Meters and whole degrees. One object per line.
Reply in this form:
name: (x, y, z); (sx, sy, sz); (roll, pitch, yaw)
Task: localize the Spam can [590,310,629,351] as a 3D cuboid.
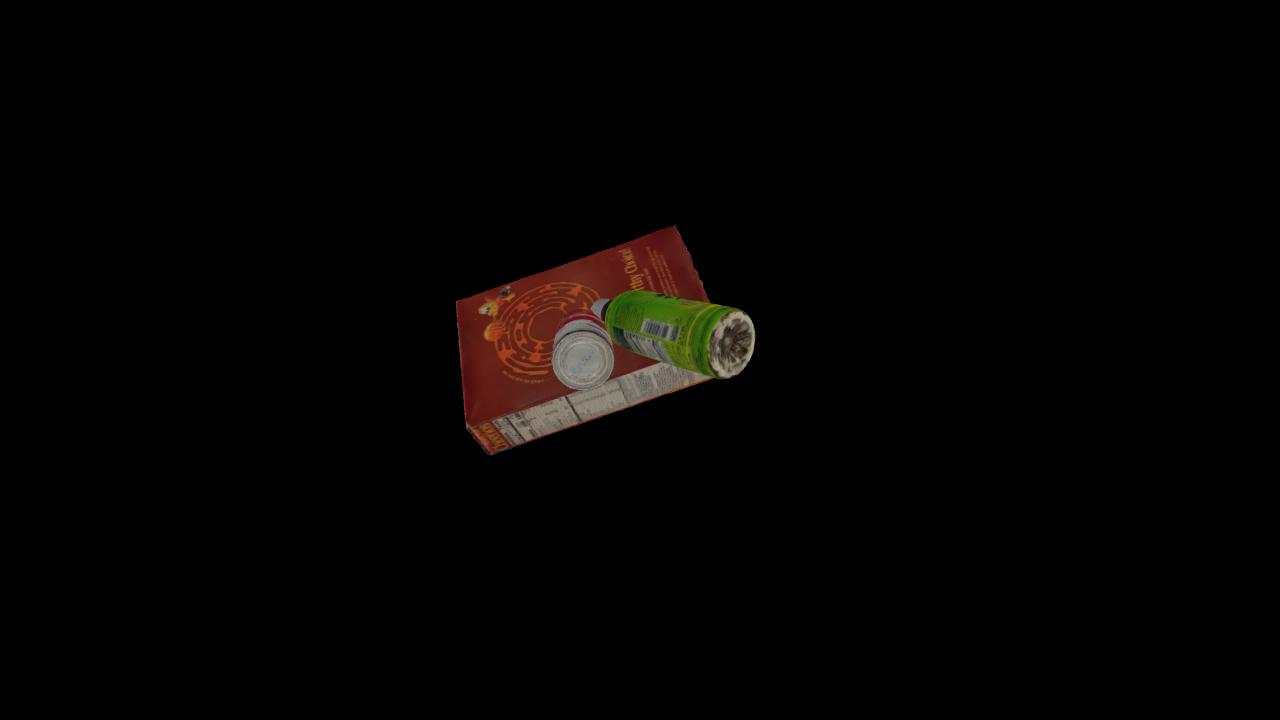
Spam can: (-0.041, -0.018, 0.745); (0.101, 0.058, 0.085); (-3, -3, 0)

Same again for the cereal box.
cereal box: (-0.066, -0.030, 0.749); (0.306, 0.203, 0.081); (-20, -38, 2)

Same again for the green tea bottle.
green tea bottle: (0.020, -0.036, 0.649); (0.073, 0.073, 0.212); (0, 13, -43)

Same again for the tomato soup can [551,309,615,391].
tomato soup can: (-0.063, -0.013, 0.679); (0.068, 0.068, 0.101); (0, 17, -5)
